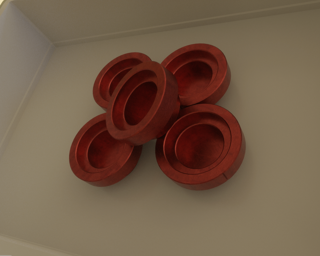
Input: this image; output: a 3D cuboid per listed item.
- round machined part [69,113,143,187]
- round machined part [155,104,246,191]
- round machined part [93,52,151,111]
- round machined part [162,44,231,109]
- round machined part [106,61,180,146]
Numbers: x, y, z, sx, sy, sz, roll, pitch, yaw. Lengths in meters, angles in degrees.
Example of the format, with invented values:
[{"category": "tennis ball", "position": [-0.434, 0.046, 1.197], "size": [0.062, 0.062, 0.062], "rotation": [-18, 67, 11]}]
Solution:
[{"category": "round machined part", "position": [-0.066, 0.031, 0.407], "size": [0.098, 0.042, 0.098], "rotation": [-13, 56, 20]}, {"category": "round machined part", "position": [0.048, 0.024, 0.352], "size": [0.098, 0.042, 0.098], "rotation": [-13, 56, 20]}, {"category": "round machined part", "position": [-0.045, -0.059, 0.450], "size": [0.098, 0.042, 0.098], "rotation": [-13, 56, 20]}, {"category": "round machined part", "position": [0.044, -0.059, 0.405], "size": [0.098, 0.042, 0.098], "rotation": [-13, 56, 20]}, {"category": "round machined part", "position": [-0.016, -0.025, 0.360], "size": [0.098, 0.042, 0.098], "rotation": [-25, 51, 36]}]
